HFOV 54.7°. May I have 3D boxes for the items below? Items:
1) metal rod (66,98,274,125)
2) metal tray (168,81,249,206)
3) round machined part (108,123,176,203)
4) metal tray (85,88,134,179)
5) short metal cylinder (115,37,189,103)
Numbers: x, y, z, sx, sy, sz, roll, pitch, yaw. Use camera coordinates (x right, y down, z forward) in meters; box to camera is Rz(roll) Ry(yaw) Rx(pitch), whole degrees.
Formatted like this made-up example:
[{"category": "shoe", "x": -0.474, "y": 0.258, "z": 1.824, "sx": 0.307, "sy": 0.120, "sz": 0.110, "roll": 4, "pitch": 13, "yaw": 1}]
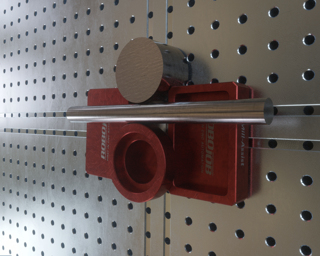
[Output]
[{"category": "metal rod", "x": -0.016, "y": -0.018, "z": 0.378, "sx": 0.300, "sy": 0.025, "sz": 0.025, "roll": 1, "pitch": 91, "yaw": 39}, {"category": "metal tray", "x": 0.053, "y": 0.016, "z": 0.357, "sx": 0.090, "sy": 0.030, "sz": 0.129, "roll": 1, "pitch": 91, "yaw": 40}, {"category": "round machined part", "x": -0.018, "y": 0.043, "z": 0.396, "sx": 0.098, "sy": 0.042, "sz": 0.097, "roll": 0, "pitch": 90, "yaw": 40}, {"category": "metal tray", "x": -0.069, "y": 0.007, "z": 0.456, "sx": 0.090, "sy": 0.030, "sz": 0.129, "roll": 4, "pitch": 92, "yaw": 40}, {"category": "short metal cylinder", "x": -0.011, "y": -0.071, "z": 0.397, "sx": 0.080, "sy": 0.050, "sz": 0.079, "roll": 0, "pitch": 90, "yaw": 40}]
